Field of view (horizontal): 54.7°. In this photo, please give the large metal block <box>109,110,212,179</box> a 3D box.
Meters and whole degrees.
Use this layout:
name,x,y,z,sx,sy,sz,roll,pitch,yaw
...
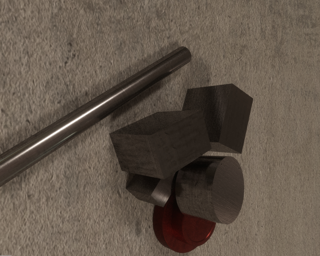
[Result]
name,x,y,z,sx,sy,sz,roll,pitch,yaw
large metal block,0.000,0.016,0.371,0.081,0.080,0.050,-27,107,-37

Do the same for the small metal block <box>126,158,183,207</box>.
name,x,y,z,sx,sy,sz,roll,pitch,yaw
small metal block,-0.007,0.065,0.385,0.025,0.050,0.050,49,61,-29

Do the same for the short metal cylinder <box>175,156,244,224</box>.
name,x,y,z,sx,sy,sz,roll,pitch,yaw
short metal cylinder,0.063,0.074,0.383,0.081,0.050,0.080,4,85,-50

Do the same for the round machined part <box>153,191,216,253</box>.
name,x,y,z,sx,sy,sz,roll,pitch,yaw
round machined part,0.041,0.124,0.431,0.099,0.042,0.097,0,90,-40

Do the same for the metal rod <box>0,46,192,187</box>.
name,x,y,z,sx,sy,sz,roll,pitch,yaw
metal rod,-0.064,-0.025,0.351,0.302,0.025,0.025,-38,114,-34

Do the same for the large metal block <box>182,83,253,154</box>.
name,x,y,z,sx,sy,sz,roll,pitch,yaw
large metal block,0.074,-0.012,0.434,0.050,0.080,0.080,25,74,-38
